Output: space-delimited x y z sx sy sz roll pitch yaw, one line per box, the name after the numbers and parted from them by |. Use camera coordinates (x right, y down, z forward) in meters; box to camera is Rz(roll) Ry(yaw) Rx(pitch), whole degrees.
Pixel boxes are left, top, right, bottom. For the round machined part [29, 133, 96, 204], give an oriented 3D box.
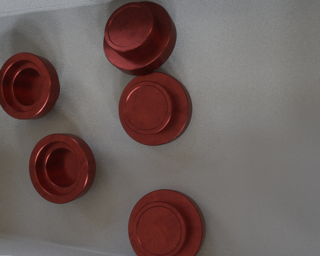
-0.135 0.056 0.448 0.098 0.042 0.097 0 90 19 | round machined part

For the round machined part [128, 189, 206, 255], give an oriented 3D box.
0.005 0.127 0.388 0.098 0.042 0.098 -4 76 17 | round machined part

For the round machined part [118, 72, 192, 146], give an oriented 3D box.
-0.010 -0.025 0.404 0.098 0.042 0.097 0 90 19 | round machined part

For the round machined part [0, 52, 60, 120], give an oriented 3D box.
-0.192 -0.061 0.467 0.098 0.042 0.097 0 90 19 | round machined part

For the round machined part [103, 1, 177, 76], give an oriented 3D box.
-0.032 -0.121 0.400 0.098 0.042 0.098 -6 74 21 | round machined part
